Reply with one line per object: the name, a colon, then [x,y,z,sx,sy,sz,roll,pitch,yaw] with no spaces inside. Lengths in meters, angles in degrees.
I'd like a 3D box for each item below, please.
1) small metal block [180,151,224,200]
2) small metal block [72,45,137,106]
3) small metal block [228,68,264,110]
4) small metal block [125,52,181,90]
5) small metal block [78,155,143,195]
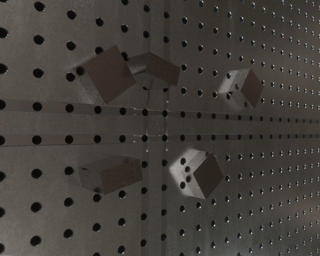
small metal block: [0.064,0.070,0.466,0.050,0.025,0.050,-42,116,-32]
small metal block: [-0.063,-0.061,0.358,0.050,0.025,0.050,-42,116,-32]
small metal block: [0.150,-0.067,0.538,0.050,0.025,0.050,43,64,-32]
small metal block: [-0.012,-0.069,0.385,0.050,0.050,0.025,18,78,-39]
small metal block: [-0.056,0.051,0.348,0.050,0.050,0.025,-15,100,-39]
